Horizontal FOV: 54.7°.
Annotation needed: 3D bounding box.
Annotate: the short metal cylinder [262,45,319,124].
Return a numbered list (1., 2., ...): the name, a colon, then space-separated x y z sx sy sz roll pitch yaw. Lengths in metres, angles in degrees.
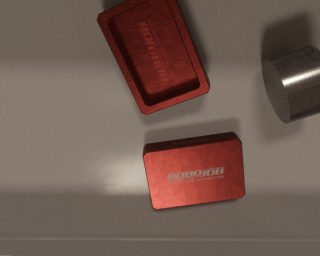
1. short metal cylinder: 0.161 -0.051 0.366 0.050 0.080 0.080 -19 109 6

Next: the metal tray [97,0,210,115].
1. metal tray: -0.004 -0.090 0.368 0.090 0.030 0.129 -20 110 15

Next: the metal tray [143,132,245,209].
1. metal tray: 0.048 0.060 0.431 0.131 0.030 0.089 -8 110 2
